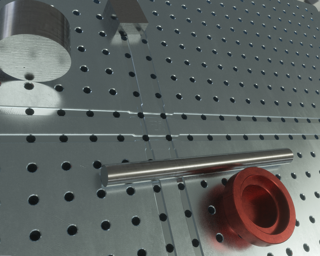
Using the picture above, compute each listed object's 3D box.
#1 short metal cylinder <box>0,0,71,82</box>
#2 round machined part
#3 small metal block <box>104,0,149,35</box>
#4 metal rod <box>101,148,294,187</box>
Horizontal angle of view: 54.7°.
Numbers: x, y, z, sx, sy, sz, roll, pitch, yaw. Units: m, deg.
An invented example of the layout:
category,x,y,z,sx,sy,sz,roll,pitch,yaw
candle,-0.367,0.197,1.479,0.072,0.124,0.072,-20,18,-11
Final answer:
category,x,y,z,sx,sy,sz,roll,pitch,yaw
short metal cylinder,-0.144,-0.097,0.355,0.081,0.080,0.050,5,60,-26
round machined part,0.123,0.103,0.402,0.099,0.042,0.098,14,56,-21
small metal block,-0.053,-0.175,0.488,0.050,0.025,0.050,-12,68,-34
metal rod,0.070,0.049,0.417,0.303,0.025,0.025,-2,63,-30
